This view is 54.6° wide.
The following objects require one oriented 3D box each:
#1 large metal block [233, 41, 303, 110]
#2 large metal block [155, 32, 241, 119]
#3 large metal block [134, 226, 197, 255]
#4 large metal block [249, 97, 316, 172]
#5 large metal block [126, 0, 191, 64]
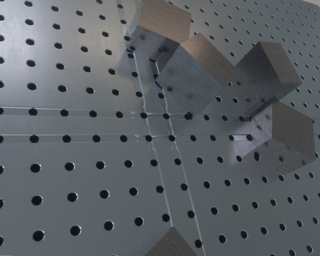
[{"bbox_3d":[0.173,-0.085,0.517,0.050,0.080,0.080,-4,64,-30],"label":"large metal block"},{"bbox_3d":[0.052,-0.074,0.445,0.080,0.080,0.050,46,51,4],"label":"large metal block"},{"bbox_3d":[0.002,0.157,0.297,0.080,0.050,0.080,-34,81,-38],"label":"large metal block"},{"bbox_3d":[0.191,0.011,0.487,0.080,0.050,0.080,25,53,-13],"label":"large metal block"},{"bbox_3d":[-0.001,-0.152,0.484,0.080,0.050,0.080,19,54,-17],"label":"large metal block"}]
